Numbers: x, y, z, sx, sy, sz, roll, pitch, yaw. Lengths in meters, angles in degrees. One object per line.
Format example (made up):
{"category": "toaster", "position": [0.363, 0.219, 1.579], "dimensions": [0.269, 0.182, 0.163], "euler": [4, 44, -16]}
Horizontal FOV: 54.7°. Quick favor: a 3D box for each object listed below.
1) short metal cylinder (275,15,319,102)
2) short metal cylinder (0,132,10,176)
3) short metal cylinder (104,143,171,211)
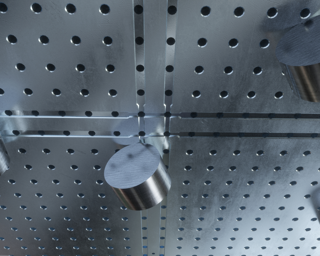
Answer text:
{"category": "short metal cylinder", "position": [0.167, -0.073, 0.316], "dimensions": [0.080, 0.080, 0.050], "euler": [-27, 125, 20]}
{"category": "short metal cylinder", "position": [-0.244, 0.032, 0.399], "dimensions": [0.081, 0.080, 0.050], "euler": [0, 130, -1]}
{"category": "short metal cylinder", "position": [-0.030, 0.067, 0.432], "dimensions": [0.080, 0.080, 0.050], "euler": [-14, 129, 11]}
